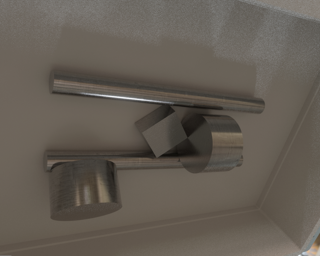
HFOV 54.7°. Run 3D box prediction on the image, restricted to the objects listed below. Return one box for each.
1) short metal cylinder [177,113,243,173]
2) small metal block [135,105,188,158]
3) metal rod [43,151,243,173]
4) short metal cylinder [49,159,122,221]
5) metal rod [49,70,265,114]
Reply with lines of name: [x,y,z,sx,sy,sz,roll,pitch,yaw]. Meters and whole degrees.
short metal cylinder: [0.066,0.021,0.422,0.050,0.080,0.079,2,118,-30]
small metal block: [0.002,0.004,0.412,0.050,0.025,0.050,-33,129,-7]
metal rod: [-0.002,0.045,0.435,0.303,0.025,0.025,3,117,-30]
short metal cylinder: [-0.088,0.075,0.367,0.081,0.050,0.080,-10,155,-5]
metal rod: [0.019,-0.040,0.393,0.303,0.025,0.025,3,117,-30]
